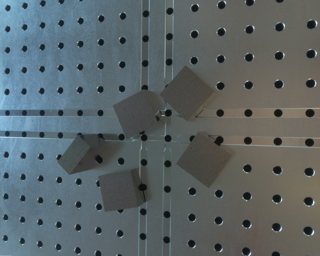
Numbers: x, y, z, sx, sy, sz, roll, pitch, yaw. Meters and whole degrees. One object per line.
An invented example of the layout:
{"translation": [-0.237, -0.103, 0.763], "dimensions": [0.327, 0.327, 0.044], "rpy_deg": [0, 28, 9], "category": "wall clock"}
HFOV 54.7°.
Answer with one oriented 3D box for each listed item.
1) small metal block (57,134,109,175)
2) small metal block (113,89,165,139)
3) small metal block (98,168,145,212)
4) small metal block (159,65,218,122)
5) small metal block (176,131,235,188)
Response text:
{"translation": [-0.107, 0.036, 0.436], "dimensions": [0.025, 0.050, 0.050], "rpy_deg": [43, 103, 14], "category": "small metal block"}
{"translation": [-0.029, -0.018, 0.422], "dimensions": [0.050, 0.025, 0.050], "rpy_deg": [-26, 82, 18], "category": "small metal block"}
{"translation": [-0.053, 0.086, 0.430], "dimensions": [0.050, 0.025, 0.050], "rpy_deg": [-13, 86, 19], "category": "small metal block"}
{"translation": [0.037, -0.044, 0.399], "dimensions": [0.050, 0.025, 0.050], "rpy_deg": [46, 104, 14], "category": "small metal block"}
{"translation": [0.058, 0.039, 0.392], "dimensions": [0.050, 0.025, 0.050], "rpy_deg": [36, 101, 16], "category": "small metal block"}
